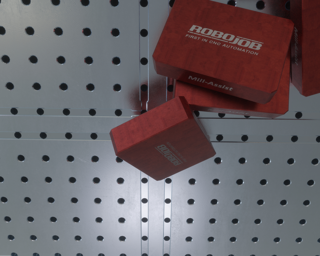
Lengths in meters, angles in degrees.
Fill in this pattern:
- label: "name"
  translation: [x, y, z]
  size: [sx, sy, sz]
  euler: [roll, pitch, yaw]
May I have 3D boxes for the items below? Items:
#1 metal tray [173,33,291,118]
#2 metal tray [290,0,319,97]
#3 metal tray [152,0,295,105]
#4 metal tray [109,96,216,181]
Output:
- label: "metal tray"
  translation: [0.084, -0.063, 0.367]
  size: [0.131, 0.030, 0.090]
  euler: [6, 82, -2]
- label: "metal tray"
  translation: [0.200, -0.106, 0.351]
  size: [0.090, 0.030, 0.130]
  euler: [-17, 129, 6]
- label: "metal tray"
  translation: [0.068, -0.087, 0.337]
  size: [0.130, 0.030, 0.090]
  euler: [18, 74, 9]
- label: "metal tray"
  translation: [0.010, 0.020, 0.375]
  size: [0.090, 0.030, 0.130]
  euler: [-26, 151, 9]
